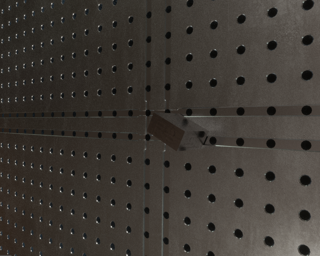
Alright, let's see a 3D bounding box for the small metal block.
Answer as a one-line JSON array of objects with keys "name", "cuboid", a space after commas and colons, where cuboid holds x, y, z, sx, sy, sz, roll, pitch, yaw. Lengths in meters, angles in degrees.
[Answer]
[{"name": "small metal block", "cuboid": [0.022, 0.004, 0.374, 0.050, 0.050, 0.025, 33, 110, 35]}]
